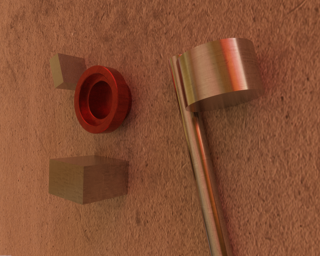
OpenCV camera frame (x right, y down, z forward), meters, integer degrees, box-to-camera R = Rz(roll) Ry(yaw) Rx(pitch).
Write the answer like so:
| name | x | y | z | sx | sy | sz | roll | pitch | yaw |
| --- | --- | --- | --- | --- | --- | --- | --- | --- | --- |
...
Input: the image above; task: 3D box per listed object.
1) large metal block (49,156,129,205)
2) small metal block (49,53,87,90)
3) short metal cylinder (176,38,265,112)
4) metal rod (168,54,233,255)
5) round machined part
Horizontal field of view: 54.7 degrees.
| name | x | y | z | sx | sy | sz | roll | pitch | yaw |
| --- | --- | --- | --- | --- | --- | --- | --- | --- | --- |
| large metal block | -0.103 | 0.071 | 0.452 | 0.080 | 0.081 | 0.050 | 4 | 93 | 39 |
| small metal block | -0.147 | -0.090 | 0.507 | 0.025 | 0.050 | 0.050 | -24 | 75 | 37 |
| short metal cylinder | 0.061 | -0.051 | 0.318 | 0.080 | 0.081 | 0.050 | -17 | 79 | 38 |
| metal rod | 0.052 | 0.058 | 0.360 | 0.025 | 0.025 | 0.298 | -19 | 78 | 38 |
| round machined part | -0.080 | -0.041 | 0.458 | 0.098 | 0.042 | 0.097 | 0 | 90 | 39 |
